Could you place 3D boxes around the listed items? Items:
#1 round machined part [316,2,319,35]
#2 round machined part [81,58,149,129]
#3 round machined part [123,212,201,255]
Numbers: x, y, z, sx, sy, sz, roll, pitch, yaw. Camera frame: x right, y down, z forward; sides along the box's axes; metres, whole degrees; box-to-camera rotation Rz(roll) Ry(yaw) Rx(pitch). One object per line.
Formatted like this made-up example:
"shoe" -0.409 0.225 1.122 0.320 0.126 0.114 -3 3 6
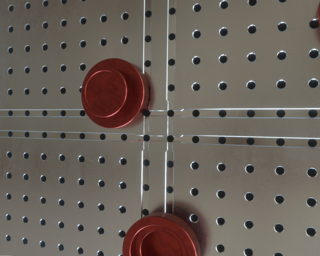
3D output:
"round machined part" 0.221 -0.126 0.325 0.098 0.042 0.097 0 90 20
"round machined part" -0.068 -0.048 0.428 0.098 0.042 0.097 0 90 20
"round machined part" 0.005 0.158 0.402 0.098 0.042 0.097 0 90 20
